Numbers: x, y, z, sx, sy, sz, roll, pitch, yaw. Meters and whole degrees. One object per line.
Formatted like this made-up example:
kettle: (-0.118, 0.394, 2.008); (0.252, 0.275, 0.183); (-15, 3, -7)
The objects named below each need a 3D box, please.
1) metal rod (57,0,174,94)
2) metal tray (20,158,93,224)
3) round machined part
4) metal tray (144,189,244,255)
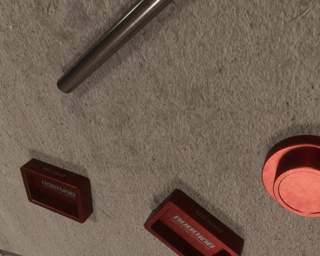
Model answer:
metal rod: (-0.031, -0.119, 0.347); (0.299, 0.025, 0.025); (-30, 102, 37)
metal tray: (-0.190, 0.115, 0.571); (0.130, 0.030, 0.089); (15, 125, 19)
round machined part: (0.165, 0.060, 0.346); (0.098, 0.042, 0.097); (13, 124, 20)
metal tray: (0.050, 0.163, 0.476); (0.130, 0.030, 0.089); (38, 129, 2)
